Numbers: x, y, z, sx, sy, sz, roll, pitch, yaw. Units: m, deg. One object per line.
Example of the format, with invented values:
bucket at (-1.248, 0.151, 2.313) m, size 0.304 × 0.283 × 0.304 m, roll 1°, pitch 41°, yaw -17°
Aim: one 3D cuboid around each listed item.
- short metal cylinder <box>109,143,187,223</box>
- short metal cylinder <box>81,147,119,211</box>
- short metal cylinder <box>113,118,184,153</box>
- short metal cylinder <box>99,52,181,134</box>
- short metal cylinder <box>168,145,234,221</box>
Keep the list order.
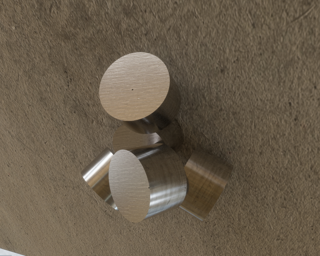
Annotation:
short metal cylinder at (-0.016, 0.060, 0.351) m, size 0.080 × 0.050 × 0.079 m, roll 11°, pitch 105°, yaw 49°
short metal cylinder at (-0.066, 0.072, 0.445) m, size 0.080 × 0.050 × 0.080 m, roll 44°, pitch 174°, yaw 7°
short metal cylinder at (-0.015, 0.018, 0.410) m, size 0.080 × 0.050 × 0.079 m, roll 13°, pitch 123°, yaw 21°
short metal cylinder at (-0.021, -0.038, 0.352) m, size 0.080 × 0.080 × 0.050 m, roll 13°, pitch 167°, yaw 21°
short metal cylinder at (0.049, 0.068, 0.389) m, size 0.050 × 0.080 × 0.079 m, roll 30°, pitch 128°, yaw 8°
